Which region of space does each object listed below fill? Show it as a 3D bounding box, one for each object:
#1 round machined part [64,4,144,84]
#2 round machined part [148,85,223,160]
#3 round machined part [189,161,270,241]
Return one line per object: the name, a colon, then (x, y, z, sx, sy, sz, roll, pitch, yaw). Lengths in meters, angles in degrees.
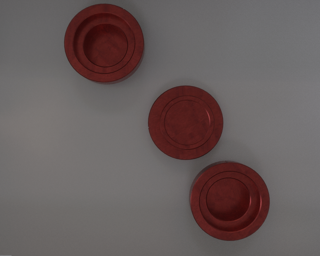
round machined part: (-0.069, -0.105, 0.402, 0.099, 0.042, 0.097, 0, 90, 0)
round machined part: (0.033, -0.007, 0.403, 0.099, 0.042, 0.097, 0, 90, 0)
round machined part: (0.087, 0.091, 0.403, 0.099, 0.042, 0.097, 0, 90, 0)
